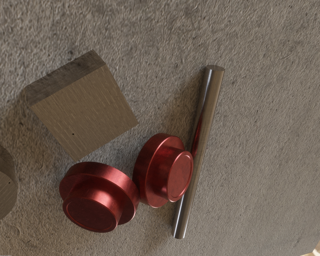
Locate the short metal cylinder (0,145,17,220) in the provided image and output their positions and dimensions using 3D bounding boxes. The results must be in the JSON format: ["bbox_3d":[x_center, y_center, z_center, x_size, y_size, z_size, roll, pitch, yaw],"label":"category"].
[{"bbox_3d":[-0.194,0.058,0.321,0.081,0.050,0.079,-14,124,-21],"label":"short metal cylinder"}]

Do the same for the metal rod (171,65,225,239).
[{"bbox_3d":[0.052,0.053,0.467,0.025,0.025,0.298,-6,121,-26],"label":"metal rod"}]

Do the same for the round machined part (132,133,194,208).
[{"bbox_3d":[0.010,0.058,0.408,0.099,0.042,0.097,-30,127,-51],"label":"round machined part"}]

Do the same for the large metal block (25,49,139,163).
[{"bbox_3d":[-0.081,-0.024,0.331,0.080,0.050,0.080,-32,129,-8],"label":"large metal block"}]

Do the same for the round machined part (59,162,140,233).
[{"bbox_3d":[-0.077,0.090,0.376,0.098,0.042,0.097,8,130,10],"label":"round machined part"}]
